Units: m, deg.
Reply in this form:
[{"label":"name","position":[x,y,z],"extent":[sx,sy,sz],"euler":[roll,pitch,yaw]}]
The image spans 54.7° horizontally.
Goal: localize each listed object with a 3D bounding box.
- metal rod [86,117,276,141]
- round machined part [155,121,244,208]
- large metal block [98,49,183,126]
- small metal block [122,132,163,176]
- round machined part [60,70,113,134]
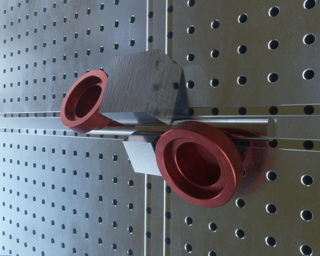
[{"label":"metal rod","position":[-0.002,-0.001,0.412],"extent":[0.300,0.025,0.025],"euler":[1,91,40]},{"label":"round machined part","position":[0.047,0.036,0.344],"extent":[0.098,0.042,0.097],"euler":[20,127,30]},{"label":"large metal block","position":[-0.025,-0.049,0.399],"extent":[0.080,0.050,0.080],"euler":[1,73,40]},{"label":"small metal block","position":[-0.016,0.033,0.410],"extent":[0.050,0.025,0.050],"euler":[1,120,40]},{"label":"round machined part","position":[-0.100,-0.035,0.464],"extent":[0.098,0.042,0.098],"euler":[-20,52,29]}]
